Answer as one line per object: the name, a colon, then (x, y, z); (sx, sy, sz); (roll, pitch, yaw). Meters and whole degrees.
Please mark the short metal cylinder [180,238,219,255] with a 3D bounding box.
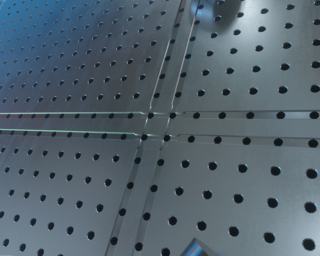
short metal cylinder: (0.044, 0.141, 0.263); (0.050, 0.080, 0.080); (-50, 52, -6)
